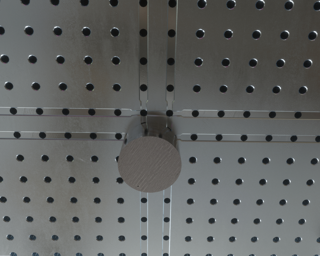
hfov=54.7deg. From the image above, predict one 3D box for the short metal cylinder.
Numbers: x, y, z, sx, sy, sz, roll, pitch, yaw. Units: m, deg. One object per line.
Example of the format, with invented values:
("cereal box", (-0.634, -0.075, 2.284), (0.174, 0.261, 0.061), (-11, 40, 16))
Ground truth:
("short metal cylinder", (-0.013, 0.039, 0.414), (0.081, 0.050, 0.079), (0, 110, 0))
